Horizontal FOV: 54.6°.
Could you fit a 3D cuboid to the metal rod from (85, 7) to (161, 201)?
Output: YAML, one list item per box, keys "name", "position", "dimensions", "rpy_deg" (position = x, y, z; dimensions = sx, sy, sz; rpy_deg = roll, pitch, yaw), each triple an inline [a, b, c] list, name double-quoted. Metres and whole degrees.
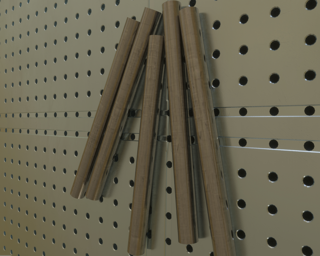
- name: "metal rod"
  position: [-0.058, -0.024, 0.459]
  dimensions: [0.025, 0.025, 0.298]
  rpy_deg: [32, 110, 35]

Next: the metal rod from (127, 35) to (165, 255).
- name: "metal rod"
  position: [-0.018, 0.027, 0.425]
  dimensions: [0.025, 0.025, 0.298]
  rpy_deg: [10, 97, 39]

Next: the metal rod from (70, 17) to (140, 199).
- name: "metal rod"
  position: [-0.087, -0.020, 0.482]
  dimensions: [0.025, 0.025, 0.298]
  rpy_deg: [34, 111, 35]

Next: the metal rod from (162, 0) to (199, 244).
- name: "metal rod"
  position: [0.025, -0.010, 0.390]
  dimensions: [0.025, 0.025, 0.299]
  rpy_deg: [-7, 86, 40]

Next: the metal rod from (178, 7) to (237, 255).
- name: "metal rod"
  position: [0.055, 0.004, 0.365]
  dimensions: [0.025, 0.025, 0.299]
  rpy_deg: [-13, 82, 39]
